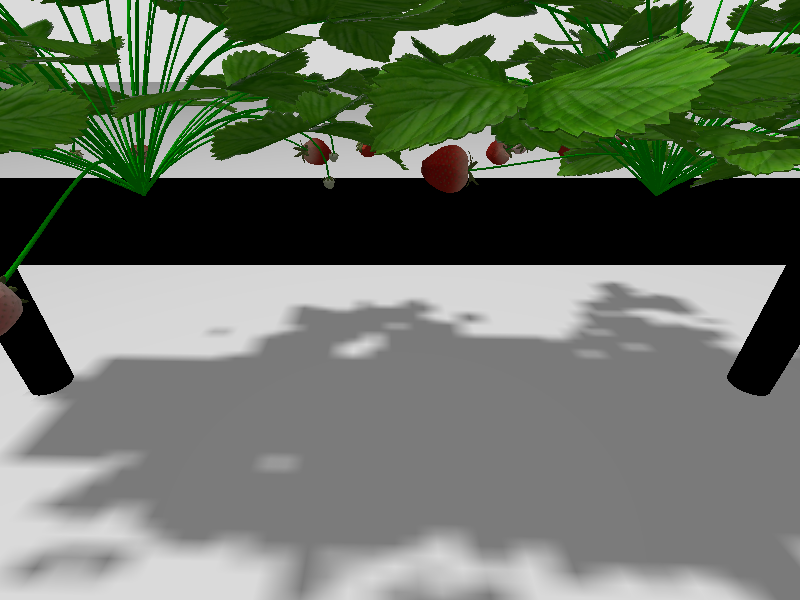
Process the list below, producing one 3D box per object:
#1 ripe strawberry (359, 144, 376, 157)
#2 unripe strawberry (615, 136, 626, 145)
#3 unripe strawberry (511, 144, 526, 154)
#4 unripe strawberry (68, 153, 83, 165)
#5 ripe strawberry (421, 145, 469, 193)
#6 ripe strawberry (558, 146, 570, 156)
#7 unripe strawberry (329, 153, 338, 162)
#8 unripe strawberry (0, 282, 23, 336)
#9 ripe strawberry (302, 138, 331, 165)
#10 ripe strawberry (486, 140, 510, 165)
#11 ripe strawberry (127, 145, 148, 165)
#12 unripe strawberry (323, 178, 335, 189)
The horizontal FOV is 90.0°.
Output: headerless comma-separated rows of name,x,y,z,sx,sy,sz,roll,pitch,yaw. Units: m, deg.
ripe strawberry,-0.036,-0.190,0.490,0.029,0.030,0.026,-2,23,-45
unripe strawberry,0.296,-0.215,0.538,0.015,0.014,0.014,9,31,15
unripe strawberry,0.152,-0.202,0.513,0.031,0.028,0.028,-11,31,-18
unripe strawberry,-0.376,-0.164,0.464,0.015,0.015,0.014,43,47,19
ripe strawberry,0.040,-0.116,0.356,0.042,0.041,0.039,2,30,5
ripe strawberry,0.203,-0.183,0.479,0.030,0.032,0.033,-4,30,-7
unripe strawberry,-0.073,-0.157,0.443,0.010,0.010,0.009,-20,36,-31
unripe strawberry,-0.170,0.006,0.159,0.027,0.028,0.029,-7,31,-12
ripe strawberry,-0.092,-0.166,0.450,0.033,0.028,0.033,-11,29,-43
ripe strawberry,0.111,-0.168,0.454,0.025,0.028,0.027,-24,22,-35
ripe strawberry,-0.292,-0.164,0.452,0.026,0.023,0.026,-15,33,-25
unripe strawberry,-0.061,-0.100,0.344,0.010,0.010,0.009,0,30,1
